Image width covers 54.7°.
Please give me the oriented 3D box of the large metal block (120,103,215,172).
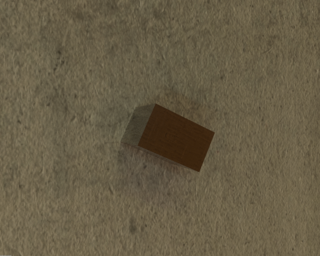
[{"bbox_3d":[0.006,0.012,0.383,0.080,0.080,0.050,25,82,-19],"label":"large metal block"}]
